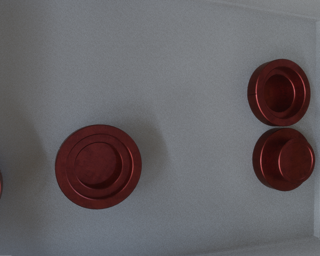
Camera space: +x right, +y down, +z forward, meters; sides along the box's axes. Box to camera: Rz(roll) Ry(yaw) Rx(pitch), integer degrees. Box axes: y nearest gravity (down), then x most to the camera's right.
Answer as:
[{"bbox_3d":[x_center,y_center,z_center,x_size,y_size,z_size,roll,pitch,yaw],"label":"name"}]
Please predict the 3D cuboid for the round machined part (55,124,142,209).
[{"bbox_3d":[-0.075,0.044,0.374,0.099,0.042,0.097,0,90,-20],"label":"round machined part"}]

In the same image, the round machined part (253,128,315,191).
[{"bbox_3d":[0.195,0.048,0.473,0.099,0.042,0.097,0,90,-20],"label":"round machined part"}]

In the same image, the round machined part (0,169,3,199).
[{"bbox_3d":[-0.217,0.062,0.321,0.099,0.042,0.097,0,90,-20],"label":"round machined part"}]

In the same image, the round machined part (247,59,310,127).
[{"bbox_3d":[0.172,-0.051,0.464,0.099,0.042,0.097,0,90,-20],"label":"round machined part"}]
